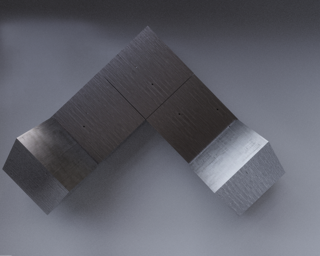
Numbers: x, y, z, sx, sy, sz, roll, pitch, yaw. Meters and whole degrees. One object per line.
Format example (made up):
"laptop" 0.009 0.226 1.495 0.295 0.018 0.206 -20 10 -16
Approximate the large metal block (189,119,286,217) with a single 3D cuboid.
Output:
"large metal block" 0.096 0.050 0.377 0.080 0.050 0.080 -44 134 0

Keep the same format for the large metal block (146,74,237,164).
"large metal block" 0.040 -0.009 0.397 0.080 0.050 0.080 -44 90 0

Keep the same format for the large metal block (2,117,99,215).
"large metal block" -0.134 0.048 0.374 0.080 0.050 0.080 46 133 0

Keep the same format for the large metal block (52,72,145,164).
"large metal block" -0.074 -0.011 0.396 0.080 0.050 0.080 -44 90 0

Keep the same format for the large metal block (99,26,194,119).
"large metal block" -0.016 -0.067 0.397 0.080 0.050 0.080 -44 90 0
